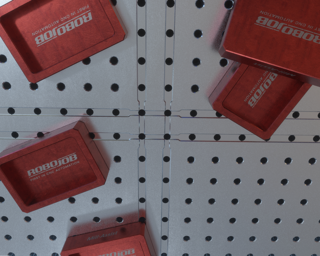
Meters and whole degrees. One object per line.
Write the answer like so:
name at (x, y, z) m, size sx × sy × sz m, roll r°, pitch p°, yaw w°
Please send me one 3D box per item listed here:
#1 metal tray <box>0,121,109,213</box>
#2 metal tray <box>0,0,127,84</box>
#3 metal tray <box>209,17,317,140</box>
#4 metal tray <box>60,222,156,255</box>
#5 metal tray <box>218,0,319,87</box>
metal tray at (-0.149, 0.055, 0.429) m, size 0.130 × 0.030 × 0.090 m, roll -21°, pitch 109°, yaw 7°
metal tray at (-0.116, -0.120, 0.364) m, size 0.130 × 0.030 × 0.090 m, roll -24°, pitch 109°, yaw 8°
metal tray at (0.135, -0.060, 0.390) m, size 0.090 × 0.030 × 0.129 m, roll 30°, pitch 107°, yaw -11°
metal tray at (-0.076, 0.204, 0.484) m, size 0.131 × 0.030 × 0.089 m, roll -14°, pitch 110°, yaw 4°
metal tray at (0.143, -0.108, 0.349) m, size 0.131 × 0.030 × 0.090 m, roll 17°, pitch 90°, yaw 1°
